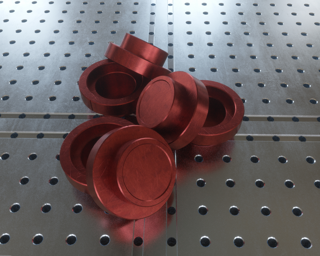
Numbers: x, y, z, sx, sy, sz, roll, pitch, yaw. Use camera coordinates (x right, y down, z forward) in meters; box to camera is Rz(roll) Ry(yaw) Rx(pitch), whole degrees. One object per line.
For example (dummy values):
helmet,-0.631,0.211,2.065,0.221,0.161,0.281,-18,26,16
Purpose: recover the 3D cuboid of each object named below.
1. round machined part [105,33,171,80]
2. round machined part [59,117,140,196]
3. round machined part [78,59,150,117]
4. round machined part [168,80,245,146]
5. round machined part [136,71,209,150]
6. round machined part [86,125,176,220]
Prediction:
round machined part,-0.027,-0.103,0.448,0.098,0.042,0.098,25,11,-5
round machined part,-0.063,0.036,0.365,0.099,0.042,0.098,0,50,0
round machined part,-0.062,-0.053,0.440,0.099,0.042,0.098,0,50,0
round machined part,0.058,-0.016,0.410,0.099,0.042,0.098,0,50,0
round machined part,0.008,-0.025,0.378,0.042,0.098,0.098,22,37,-39
round machined part,-0.022,0.045,0.322,0.099,0.042,0.098,5,82,-33
